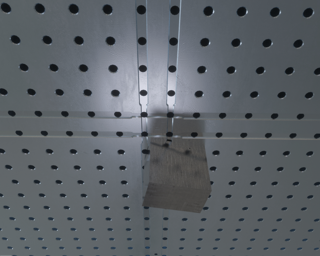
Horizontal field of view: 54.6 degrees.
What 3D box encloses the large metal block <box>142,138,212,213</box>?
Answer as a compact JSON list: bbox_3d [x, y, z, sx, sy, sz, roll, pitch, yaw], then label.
[{"bbox_3d":[0.021,0.065,0.431,0.080,0.080,0.050,9,130,-8],"label":"large metal block"}]
